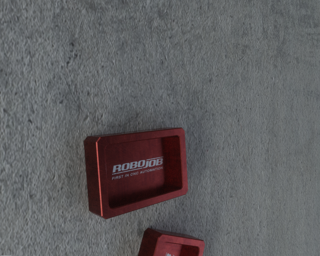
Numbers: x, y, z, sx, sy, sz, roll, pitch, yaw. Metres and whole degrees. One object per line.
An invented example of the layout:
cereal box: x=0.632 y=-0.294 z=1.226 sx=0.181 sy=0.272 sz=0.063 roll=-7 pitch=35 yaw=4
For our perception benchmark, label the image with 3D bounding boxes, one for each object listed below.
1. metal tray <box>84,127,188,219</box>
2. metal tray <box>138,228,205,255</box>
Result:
metal tray: x=-0.024 y=0.049 z=0.380 sx=0.131 sy=0.030 sz=0.089 roll=-6 pitch=94 yaw=-40
metal tray: x=0.006 y=0.205 z=0.406 sx=0.090 sy=0.030 sz=0.130 roll=25 pitch=74 yaw=-37
